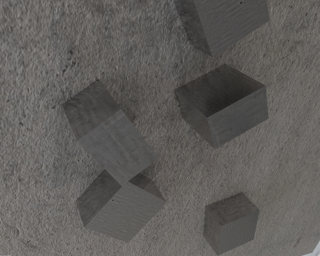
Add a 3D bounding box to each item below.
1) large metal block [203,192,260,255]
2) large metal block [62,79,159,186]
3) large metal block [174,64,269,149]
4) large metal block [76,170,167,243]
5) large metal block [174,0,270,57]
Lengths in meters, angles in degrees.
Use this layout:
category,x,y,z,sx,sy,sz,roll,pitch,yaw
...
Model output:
category,x,y,z,sx,sy,sz,roll,pitch,yaw
large metal block,0.129,0.175,0.569,0.081,0.050,0.079,-15,125,-20
large metal block,-0.056,0.003,0.343,0.050,0.080,0.080,-37,129,-4
large metal block,0.077,-0.031,0.394,0.080,0.080,0.050,-28,128,-11
large metal block,-0.053,0.101,0.424,0.080,0.050,0.080,-48,129,5
large metal block,0.066,-0.139,0.340,0.080,0.050,0.080,-34,129,-6
